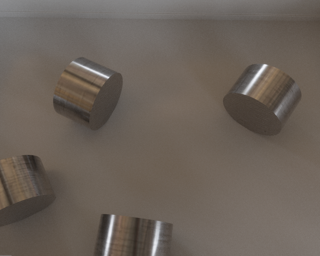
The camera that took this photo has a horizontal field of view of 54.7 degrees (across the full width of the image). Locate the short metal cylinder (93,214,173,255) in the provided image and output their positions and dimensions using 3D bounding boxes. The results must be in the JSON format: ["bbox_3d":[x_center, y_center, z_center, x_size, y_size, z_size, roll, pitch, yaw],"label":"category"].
[{"bbox_3d":[-0.029,0.125,0.335,0.080,0.080,0.050,7,70,2],"label":"short metal cylinder"}]

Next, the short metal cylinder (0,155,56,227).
[{"bbox_3d":[-0.167,0.073,0.353,0.080,0.080,0.050,-26,72,-9],"label":"short metal cylinder"}]

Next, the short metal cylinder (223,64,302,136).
[{"bbox_3d":[0.129,-0.035,0.394,0.080,0.080,0.050,35,74,12],"label":"short metal cylinder"}]

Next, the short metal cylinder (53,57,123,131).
[{"bbox_3d":[-0.090,-0.043,0.395,0.050,0.080,0.080,25,72,9],"label":"short metal cylinder"}]
